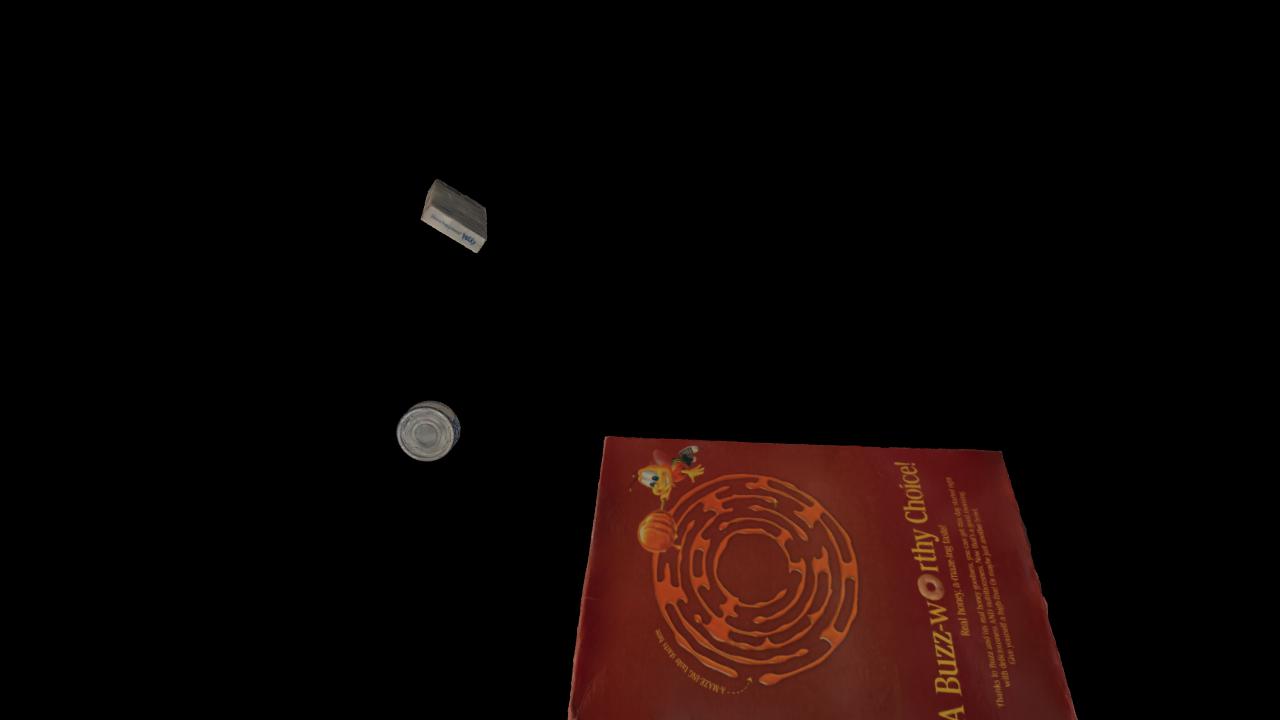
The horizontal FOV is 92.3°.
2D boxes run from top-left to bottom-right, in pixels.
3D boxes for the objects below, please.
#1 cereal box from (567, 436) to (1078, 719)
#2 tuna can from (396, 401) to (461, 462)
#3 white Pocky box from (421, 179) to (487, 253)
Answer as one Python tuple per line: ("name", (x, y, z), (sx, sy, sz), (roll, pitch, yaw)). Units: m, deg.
("cereal box", (0.113, 0.163, 0.442), (0.306, 0.203, 0.081), (0, -36, 6))
("tuna can", (-0.306, 0.104, 0.889), (0.084, 0.084, 0.034), (0, 12, -4))
("white Pocky box", (-0.253, -0.202, 0.849), (0.084, 0.028, 0.154), (30, 17, -27))
